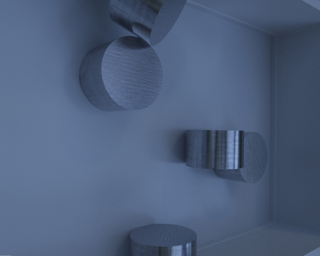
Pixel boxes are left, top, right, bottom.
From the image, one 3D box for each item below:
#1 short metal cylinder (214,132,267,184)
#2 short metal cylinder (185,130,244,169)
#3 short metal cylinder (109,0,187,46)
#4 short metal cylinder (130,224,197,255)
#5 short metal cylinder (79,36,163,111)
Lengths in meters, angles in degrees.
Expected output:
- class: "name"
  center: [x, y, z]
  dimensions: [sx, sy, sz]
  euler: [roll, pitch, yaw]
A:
- class: "short metal cylinder"
  center: [0.128, 0.046, 0.497]
  dimensions: [0.081, 0.050, 0.080]
  euler: [-1, 91, -41]
- class: "short metal cylinder"
  center: [0.076, 0.028, 0.434]
  dimensions: [0.081, 0.080, 0.050]
  euler: [1, 90, -40]
- class: "short metal cylinder"
  center: [-0.009, -0.136, 0.329]
  dimensions: [0.050, 0.080, 0.080]
  euler: [34, 64, 5]
- class: "short metal cylinder"
  center: [0.004, 0.153, 0.374]
  dimensions: [0.081, 0.080, 0.050]
  euler: [1, 90, -40]
- class: "short metal cylinder"
  center: [-0.044, -0.059, 0.353]
  dimensions: [0.081, 0.050, 0.080]
  euler: [0, 91, -40]
